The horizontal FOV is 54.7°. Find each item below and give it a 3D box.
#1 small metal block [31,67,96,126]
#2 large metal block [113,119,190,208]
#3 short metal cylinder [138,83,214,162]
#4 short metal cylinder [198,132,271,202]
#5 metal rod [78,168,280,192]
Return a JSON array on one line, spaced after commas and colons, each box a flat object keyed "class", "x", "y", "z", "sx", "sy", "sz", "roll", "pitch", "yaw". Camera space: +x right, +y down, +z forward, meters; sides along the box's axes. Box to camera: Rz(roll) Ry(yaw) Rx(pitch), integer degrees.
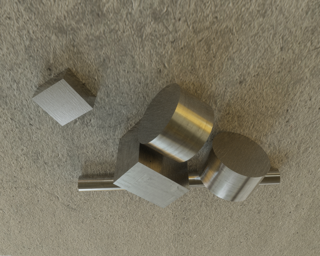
[{"class": "small metal block", "x": -0.115, "y": -0.037, "z": 0.375, "sx": 0.050, "sy": 0.025, "sz": 0.050, "roll": -26, "pitch": 126, "yaw": 20}, {"class": "large metal block", "x": -0.010, "y": 0.047, "z": 0.411, "sx": 0.080, "sy": 0.080, "sz": 0.050, "roll": 33, "pitch": 123, "yaw": -25}, {"class": "short metal cylinder", "x": 0.017, "y": -0.006, "z": 0.366, "sx": 0.050, "sy": 0.080, "sz": 0.080, "roll": 31, "pitch": 124, "yaw": -23}, {"class": "short metal cylinder", "x": 0.098, "y": 0.051, "z": 0.415, "sx": 0.081, "sy": 0.080, "sz": 0.050, "roll": 12, "pitch": 129, "yaw": -11}, {"class": "metal rod", "x": 0.028, "y": 0.079, "z": 0.474, "sx": 0.302, "sy": 0.025, "sz": 0.025, "roll": -2, "pitch": 130, "yaw": 1}]
